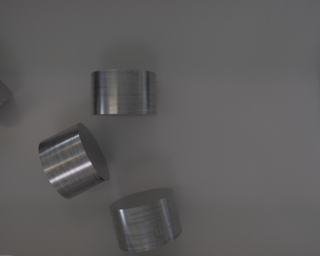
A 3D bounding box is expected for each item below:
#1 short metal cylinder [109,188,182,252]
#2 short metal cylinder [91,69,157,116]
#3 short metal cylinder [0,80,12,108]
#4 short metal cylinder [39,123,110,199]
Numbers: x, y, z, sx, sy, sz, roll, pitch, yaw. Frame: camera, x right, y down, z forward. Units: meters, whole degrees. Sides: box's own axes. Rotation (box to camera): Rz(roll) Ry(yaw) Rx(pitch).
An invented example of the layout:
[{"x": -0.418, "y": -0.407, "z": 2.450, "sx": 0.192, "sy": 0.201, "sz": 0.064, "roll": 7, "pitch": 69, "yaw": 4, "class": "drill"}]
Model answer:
[{"x": -0.017, "y": 0.111, "z": 0.384, "sx": 0.080, "sy": 0.080, "sz": 0.050, "roll": -14, "pitch": 90, "yaw": 0, "class": "short metal cylinder"}, {"x": -0.044, "y": -0.041, "z": 0.383, "sx": 0.081, "sy": 0.080, "sz": 0.050, "roll": -1, "pitch": 90, "yaw": 0, "class": "short metal cylinder"}, {"x": -0.235, "y": -0.048, "z": 0.382, "sx": 0.050, "sy": 0.080, "sz": 0.080, "roll": -44, "pitch": 90, "yaw": 0, "class": "short metal cylinder"}, {"x": -0.104, "y": 0.040, "z": 0.383, "sx": 0.050, "sy": 0.080, "sz": 0.080, "roll": -26, "pitch": 90, "yaw": 0, "class": "short metal cylinder"}]
